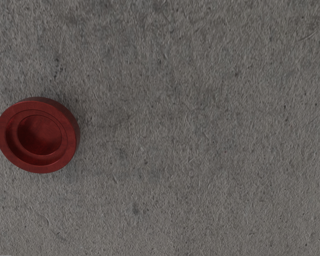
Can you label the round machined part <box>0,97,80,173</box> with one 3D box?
[{"bbox_3d":[-0.153,0.006,0.402,0.099,0.042,0.097,0,110,0],"label":"round machined part"}]
